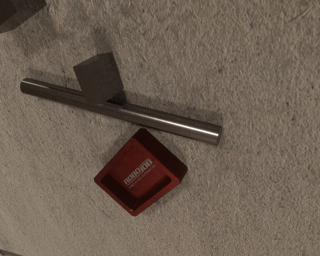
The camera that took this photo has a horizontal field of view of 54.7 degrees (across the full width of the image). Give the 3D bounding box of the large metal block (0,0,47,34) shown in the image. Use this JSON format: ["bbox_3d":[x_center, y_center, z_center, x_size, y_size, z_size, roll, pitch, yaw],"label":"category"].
[{"bbox_3d":[-0.206,-0.172,0.390,0.080,0.050,0.080,-16,110,34],"label":"large metal block"}]

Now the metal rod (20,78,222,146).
[{"bbox_3d":[-0.066,-0.027,0.422,0.301,0.025,0.025,15,125,19],"label":"metal rod"}]

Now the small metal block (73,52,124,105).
[{"bbox_3d":[-0.076,-0.063,0.390,0.025,0.050,0.050,-2,118,29],"label":"small metal block"}]

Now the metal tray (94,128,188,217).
[{"bbox_3d":[-0.033,0.070,0.462,0.090,0.030,0.129,43,129,-2],"label":"metal tray"}]
